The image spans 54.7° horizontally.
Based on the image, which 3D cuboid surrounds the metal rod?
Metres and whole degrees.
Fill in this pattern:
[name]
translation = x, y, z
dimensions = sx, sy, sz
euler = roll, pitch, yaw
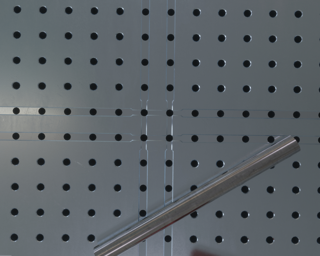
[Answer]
[metal rod]
translation = 0.049, 0.095, 0.413
dimensions = 0.301, 0.025, 0.025
euler = -30, 90, 0
